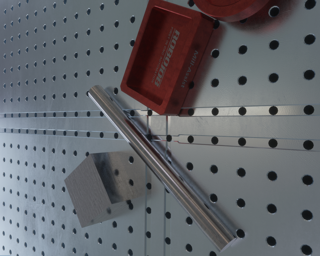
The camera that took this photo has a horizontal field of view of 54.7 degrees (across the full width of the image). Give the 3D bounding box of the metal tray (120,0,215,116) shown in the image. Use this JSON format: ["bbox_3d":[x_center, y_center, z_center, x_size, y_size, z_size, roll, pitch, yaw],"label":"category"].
[{"bbox_3d":[0.005,-0.091,0.401,0.090,0.030,0.129,33,111,35],"label":"metal tray"}]

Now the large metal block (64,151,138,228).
[{"bbox_3d":[-0.091,0.092,0.469,0.080,0.050,0.080,-42,65,32],"label":"large metal block"}]

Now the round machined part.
[{"bbox_3d":[0.084,-0.162,0.329,0.098,0.042,0.097,0,90,40],"label":"round machined part"}]

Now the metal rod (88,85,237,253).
[{"bbox_3d":[-0.013,0.036,0.420,0.300,0.025,0.025,47,118,30],"label":"metal rod"}]
